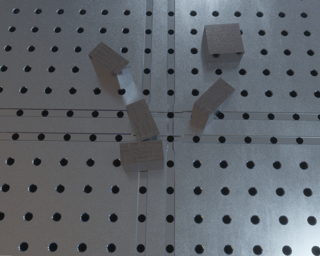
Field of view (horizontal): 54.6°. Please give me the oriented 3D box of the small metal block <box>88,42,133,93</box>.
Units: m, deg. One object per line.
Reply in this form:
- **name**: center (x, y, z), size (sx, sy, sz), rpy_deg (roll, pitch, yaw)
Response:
- **small metal block**: center (-0.067, -0.083, 0.429), size (0.050, 0.050, 0.025), rpy_deg (37, 74, 12)

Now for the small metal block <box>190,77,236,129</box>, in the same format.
- **small metal block**: center (0.069, -0.031, 0.410), size (0.025, 0.050, 0.050), rpy_deg (42, 75, 14)

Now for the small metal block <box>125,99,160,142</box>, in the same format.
- **small metal block**: center (-0.021, -0.002, 0.399), size (0.025, 0.050, 0.050), rpy_deg (-22, 72, -8)

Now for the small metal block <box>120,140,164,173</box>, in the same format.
- **small metal block**: center (-0.021, 0.036, 0.385), size (0.050, 0.050, 0.025), rpy_deg (-5, 70, -2)

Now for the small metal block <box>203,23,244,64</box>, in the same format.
- **small metal block**: center (0.093, -0.125, 0.458), size (0.050, 0.025, 0.050), rpy_deg (-4, 70, -2)
